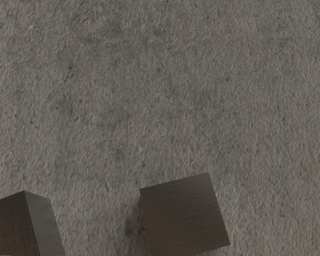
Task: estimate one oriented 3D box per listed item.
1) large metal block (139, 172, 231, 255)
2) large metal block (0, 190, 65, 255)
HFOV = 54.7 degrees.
[{"bbox_3d":[0.025,0.103,0.357,0.081,0.050,0.080,-13,71,-5],"label":"large metal block"},{"bbox_3d":[-0.146,0.119,0.333,0.050,0.080,0.080,-21,72,-8],"label":"large metal block"}]
